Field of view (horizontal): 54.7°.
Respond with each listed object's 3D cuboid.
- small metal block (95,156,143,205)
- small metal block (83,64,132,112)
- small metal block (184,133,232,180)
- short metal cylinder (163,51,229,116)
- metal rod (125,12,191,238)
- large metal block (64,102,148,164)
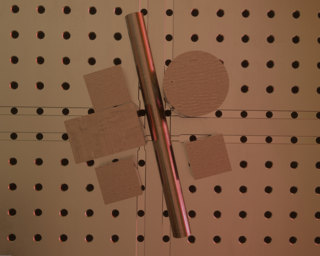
[{"bbox_3d":[-0.054,0.069,0.413,0.050,0.025,0.050,-16,90,-1],"label":"small metal block"},{"bbox_3d":[-0.068,-0.052,0.412,0.050,0.025,0.050,-17,90,-1],"label":"small metal block"},{"bbox_3d":[0.063,0.037,0.414,0.050,0.025,0.050,-15,90,-1],"label":"small metal block"},{"bbox_3d":[0.044,-0.055,0.401,0.081,0.050,0.079,0,90,-1],"label":"short metal cylinder"},{"bbox_3d":[-0.002,-0.004,0.413,0.025,0.025,0.298,-12,90,0],"label":"metal rod"},{"bbox_3d":[-0.061,0.005,0.384,0.080,0.080,0.050,-15,90,0],"label":"large metal block"}]
